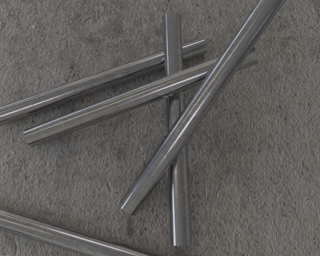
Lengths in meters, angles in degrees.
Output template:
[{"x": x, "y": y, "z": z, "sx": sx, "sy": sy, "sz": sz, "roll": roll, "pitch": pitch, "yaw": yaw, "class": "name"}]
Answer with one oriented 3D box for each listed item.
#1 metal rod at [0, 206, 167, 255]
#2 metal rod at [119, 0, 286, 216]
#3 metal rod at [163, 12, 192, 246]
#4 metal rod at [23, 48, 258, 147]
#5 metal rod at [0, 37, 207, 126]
[{"x": -0.076, "y": 0.136, "z": 0.357, "sx": 0.301, "sy": 0.025, "sz": 0.025, "roll": 15, "pitch": 71, "yaw": 5, "class": "metal rod"}, {"x": 0.045, "y": -0.025, "z": 0.354, "sx": 0.025, "sy": 0.025, "sz": 0.299, "roll": 36, "pitch": 98, "yaw": 12, "class": "metal rod"}, {"x": 0.021, "y": -0.010, "z": 0.395, "sx": 0.025, "sy": 0.025, "sz": 0.299, "roll": -1, "pitch": 76, "yaw": -1, "class": "metal rod"}, {"x": -0.029, "y": -0.037, "z": 0.385, "sx": 0.301, "sy": 0.025, "sz": 0.025, "roll": -20, "pitch": 71, "yaw": 7, "class": "metal rod"}, {"x": -0.076, "y": -0.067, "z": 0.431, "sx": 0.302, "sy": 0.025, "sz": 0.025, "roll": -21, "pitch": 72, "yaw": -8, "class": "metal rod"}]
